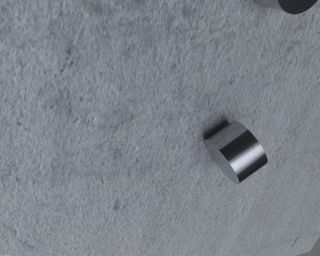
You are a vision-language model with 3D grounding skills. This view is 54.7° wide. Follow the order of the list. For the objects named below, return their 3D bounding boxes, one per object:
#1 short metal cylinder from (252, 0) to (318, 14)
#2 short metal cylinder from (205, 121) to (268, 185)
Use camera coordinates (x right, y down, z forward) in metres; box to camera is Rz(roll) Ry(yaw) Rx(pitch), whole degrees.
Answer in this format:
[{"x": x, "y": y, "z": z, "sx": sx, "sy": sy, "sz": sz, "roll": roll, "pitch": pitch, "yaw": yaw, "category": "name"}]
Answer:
[{"x": 0.151, "y": -0.180, "z": 0.364, "sx": 0.081, "sy": 0.050, "sz": 0.079, "roll": -14, "pitch": 125, "yaw": -21, "category": "short metal cylinder"}, {"x": 0.110, "y": 0.036, "z": 0.456, "sx": 0.050, "sy": 0.080, "sz": 0.080, "roll": -35, "pitch": 129, "yaw": -6, "category": "short metal cylinder"}]
